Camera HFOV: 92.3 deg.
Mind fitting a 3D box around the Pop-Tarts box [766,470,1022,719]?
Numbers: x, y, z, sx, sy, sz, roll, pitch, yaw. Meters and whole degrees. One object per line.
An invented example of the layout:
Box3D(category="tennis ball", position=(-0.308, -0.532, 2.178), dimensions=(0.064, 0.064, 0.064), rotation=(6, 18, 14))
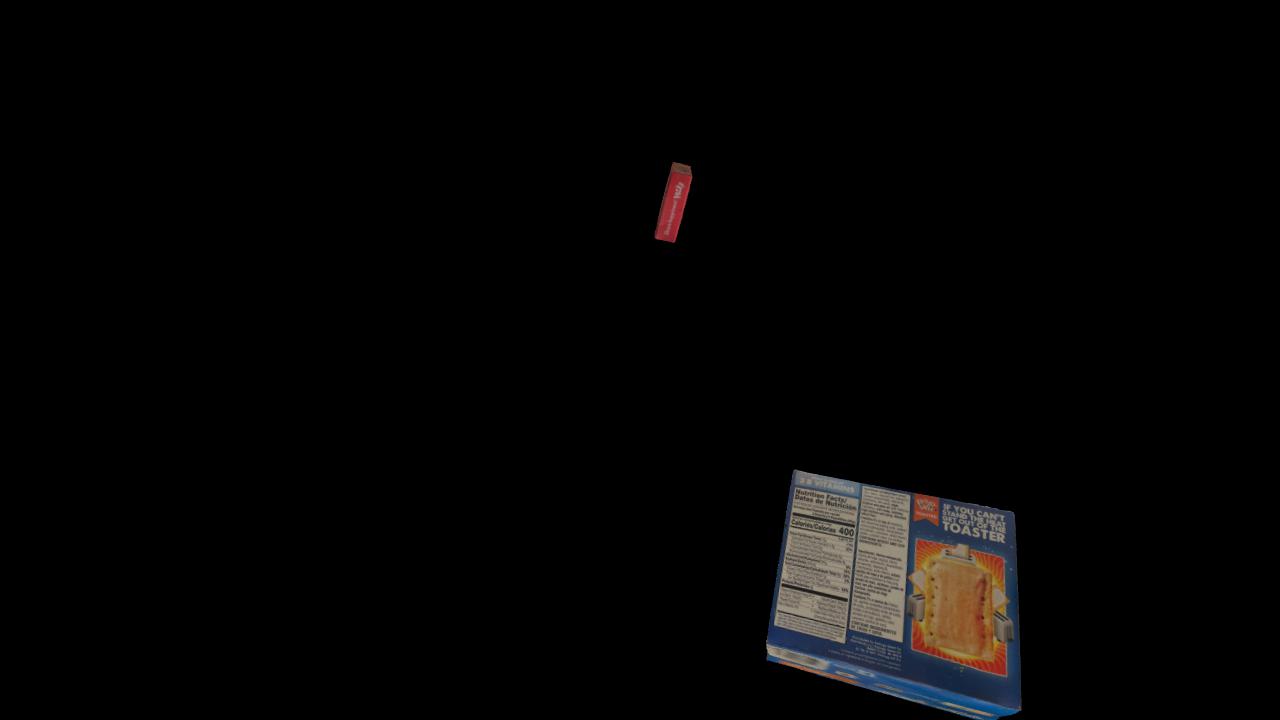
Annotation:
Box3D(category="Pop-Tarts box", position=(0.193, 0.181, 0.485), dimensions=(0.167, 0.141, 0.083), rotation=(9, -31, 15))

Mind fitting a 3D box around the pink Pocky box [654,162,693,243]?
Box3D(category="pink Pocky box", position=(0.044, -0.210, 0.807), dimensions=(0.029, 0.084, 0.155), rotation=(14, 22, -2))
